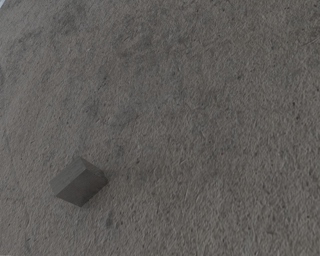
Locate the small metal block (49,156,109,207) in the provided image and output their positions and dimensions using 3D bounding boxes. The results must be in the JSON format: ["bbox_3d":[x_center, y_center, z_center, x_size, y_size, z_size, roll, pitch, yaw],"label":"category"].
[{"bbox_3d":[-0.104,0.070,0.400,0.050,0.050,0.025,-42,51,0],"label":"small metal block"}]
